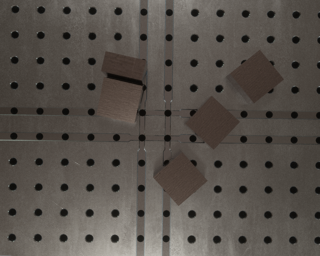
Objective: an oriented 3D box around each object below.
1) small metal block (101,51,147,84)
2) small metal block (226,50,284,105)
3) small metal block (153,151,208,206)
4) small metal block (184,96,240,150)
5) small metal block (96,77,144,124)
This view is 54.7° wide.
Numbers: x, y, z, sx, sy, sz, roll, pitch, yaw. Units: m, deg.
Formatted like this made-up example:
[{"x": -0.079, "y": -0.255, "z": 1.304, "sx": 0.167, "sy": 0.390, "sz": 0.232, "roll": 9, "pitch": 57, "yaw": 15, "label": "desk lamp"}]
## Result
[{"x": -0.044, "y": -0.076, "z": 0.400, "sx": 0.050, "sy": 0.050, "sz": 0.025, "roll": 13, "pitch": 90, "yaw": -1, "label": "small metal block"}, {"x": 0.126, "y": -0.067, "z": 0.415, "sx": 0.050, "sy": 0.025, "sz": 0.050, "roll": -39, "pitch": 91, "yaw": 0, "label": "small metal block"}, {"x": 0.026, "y": 0.066, "z": 0.414, "sx": 0.050, "sy": 0.025, "sz": 0.050, "roll": -41, "pitch": 91, "yaw": 0, "label": "small metal block"}, {"x": 0.068, "y": -0.007, "z": 0.414, "sx": 0.050, "sy": 0.025, "sz": 0.050, "roll": 43, "pitch": 90, "yaw": -1, "label": "small metal block"}, {"x": -0.052, "y": -0.037, "z": 0.408, "sx": 0.050, "sy": 0.025, "sz": 0.050, "roll": 13, "pitch": 100, "yaw": -1, "label": "small metal block"}]
